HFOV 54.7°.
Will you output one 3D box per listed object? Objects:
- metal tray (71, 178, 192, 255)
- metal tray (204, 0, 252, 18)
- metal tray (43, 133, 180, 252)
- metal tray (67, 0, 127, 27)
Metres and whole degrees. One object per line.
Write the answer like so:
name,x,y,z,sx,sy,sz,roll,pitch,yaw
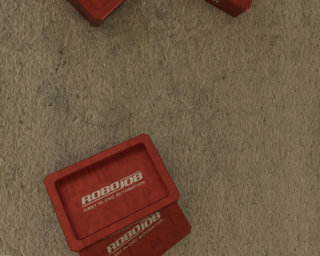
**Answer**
metal tray,-0.035,0.130,0.394,0.131,0.030,0.090,-33,101,-17
metal tray,0.077,-0.227,0.434,0.131,0.030,0.090,21,83,-19
metal tray,-0.055,0.073,0.361,0.131,0.030,0.090,-24,72,-15
metal tray,-0.092,-0.201,0.371,0.130,0.030,0.090,45,76,-15
